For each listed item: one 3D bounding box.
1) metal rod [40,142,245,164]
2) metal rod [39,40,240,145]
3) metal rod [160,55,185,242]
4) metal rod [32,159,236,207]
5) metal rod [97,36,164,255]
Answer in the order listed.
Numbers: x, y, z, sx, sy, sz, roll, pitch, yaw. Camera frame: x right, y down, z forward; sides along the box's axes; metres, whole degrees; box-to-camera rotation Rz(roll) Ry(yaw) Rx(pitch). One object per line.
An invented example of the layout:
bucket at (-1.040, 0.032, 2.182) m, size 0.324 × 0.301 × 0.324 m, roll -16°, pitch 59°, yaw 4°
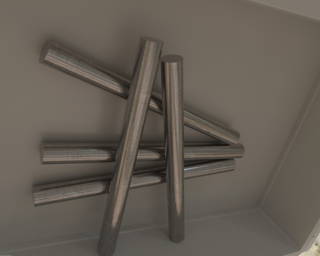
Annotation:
metal rod at (-0.003, 0.033, 0.426) m, size 0.303 × 0.025 × 0.025 m, roll 2°, pitch 118°, yaw -30°
metal rod at (0.001, -0.030, 0.390) m, size 0.302 × 0.025 × 0.025 m, roll 22°, pitch 107°, yaw -37°
metal rod at (0.020, 0.049, 0.417) m, size 0.025 × 0.025 × 0.298 m, roll -17°, pitch 125°, yaw -19°
metal rod at (-0.018, 0.071, 0.442) m, size 0.303 × 0.025 × 0.025 m, roll -5°, pitch 121°, yaw -26°
metal rod at (-0.042, 0.041, 0.377) m, size 0.025 × 0.025 × 0.298 m, roll 0°, pitch 119°, yaw -29°
